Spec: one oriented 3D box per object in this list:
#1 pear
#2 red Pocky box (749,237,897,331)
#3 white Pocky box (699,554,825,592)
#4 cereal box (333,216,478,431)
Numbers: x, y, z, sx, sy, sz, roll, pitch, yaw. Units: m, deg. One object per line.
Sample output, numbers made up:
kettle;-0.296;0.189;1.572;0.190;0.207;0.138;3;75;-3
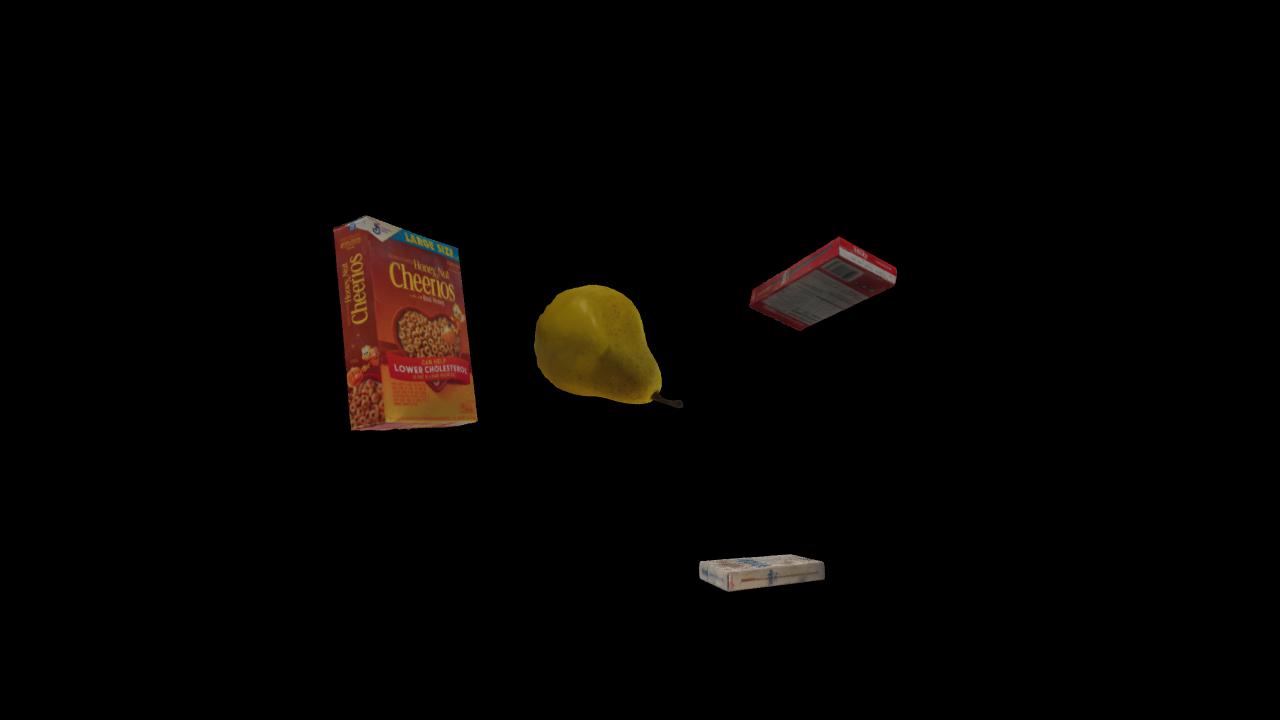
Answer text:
pear;-0.021;0.002;0.412;0.080;0.080;0.111;0;42;-48
red Pocky box;0.203;-0.082;0.703;0.083;0.028;0.155;22;-25;-20
white Pocky box;0.168;0.293;0.852;0.154;0.028;0.084;2;-8;-21
cereal box;-0.356;-0.047;0.953;0.081;0.306;0.203;-12;-9;21
